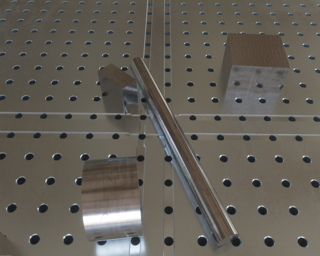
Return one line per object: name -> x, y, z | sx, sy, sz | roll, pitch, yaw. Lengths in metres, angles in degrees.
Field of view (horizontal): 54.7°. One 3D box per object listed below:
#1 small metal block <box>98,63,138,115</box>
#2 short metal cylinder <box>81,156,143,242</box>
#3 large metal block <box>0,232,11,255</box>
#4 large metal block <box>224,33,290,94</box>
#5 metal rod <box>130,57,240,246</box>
small metal block -> -0.058, -0.055, 0.437 | 0.050, 0.050, 0.025 | 36, 59, 26
short metal cylinder -> -0.046, 0.070, 0.312 | 0.050, 0.080, 0.080 | -5, 50, -4
large metal block -> -0.177, 0.141, 0.271 | 0.081, 0.050, 0.080 | -23, 54, -18
large metal block -> 0.144, -0.101, 0.478 | 0.080, 0.050, 0.080 | 3, 50, 2
metal rod -> 0.016, 0.006, 0.402 | 0.025, 0.025, 0.300 | -16, 52, -13
